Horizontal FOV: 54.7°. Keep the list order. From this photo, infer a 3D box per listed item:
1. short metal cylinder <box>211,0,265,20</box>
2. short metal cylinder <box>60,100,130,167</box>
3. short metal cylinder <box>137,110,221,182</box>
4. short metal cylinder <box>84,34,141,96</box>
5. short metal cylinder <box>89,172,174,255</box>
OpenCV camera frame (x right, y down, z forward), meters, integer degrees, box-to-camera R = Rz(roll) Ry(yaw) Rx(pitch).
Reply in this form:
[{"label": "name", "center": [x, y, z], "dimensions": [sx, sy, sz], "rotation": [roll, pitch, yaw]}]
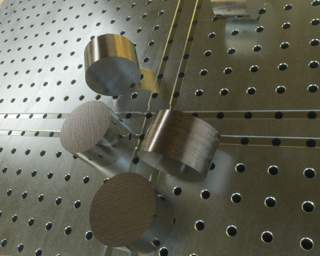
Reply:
[{"label": "short metal cylinder", "center": [0.111, -0.194, 0.433], "dimensions": [0.050, 0.080, 0.080], "rotation": [14, 69, 33]}, {"label": "short metal cylinder", "center": [-0.090, 0.009, 0.433], "dimensions": [0.080, 0.050, 0.080], "rotation": [-13, 56, 20]}, {"label": "short metal cylinder", "center": [0.021, 0.022, 0.348], "dimensions": [0.080, 0.080, 0.050], "rotation": [11, 68, 32]}, {"label": "short metal cylinder", "center": [-0.072, -0.093, 0.466], "dimensions": [0.080, 0.080, 0.050], "rotation": [-23, 54, 14]}, {"label": "short metal cylinder", "center": [-0.031, 0.096, 0.348], "dimensions": [0.080, 0.050, 0.080], "rotation": [-13, 56, 20]}]
